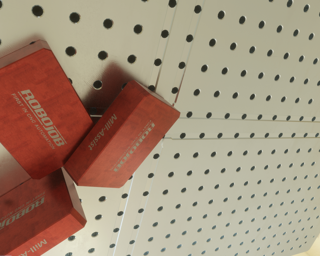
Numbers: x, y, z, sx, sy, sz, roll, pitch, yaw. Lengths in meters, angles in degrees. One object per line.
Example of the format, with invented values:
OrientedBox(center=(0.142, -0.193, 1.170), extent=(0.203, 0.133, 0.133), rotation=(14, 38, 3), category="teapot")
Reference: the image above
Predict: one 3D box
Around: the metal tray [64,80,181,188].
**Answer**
OrientedBox(center=(-0.042, 0.014, 0.374), extent=(0.130, 0.030, 0.090), rotation=(-51, 151, 8), category="metal tray")

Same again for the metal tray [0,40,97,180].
OrientedBox(center=(-0.128, -0.014, 0.330), extent=(0.090, 0.030, 0.129), rotation=(-30, 129, -10), category="metal tray")

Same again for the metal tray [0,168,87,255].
OrientedBox(center=(-0.156, 0.107, 0.350), extent=(0.131, 0.090, 0.030), rotation=(-32, 129, -8), category="metal tray")
